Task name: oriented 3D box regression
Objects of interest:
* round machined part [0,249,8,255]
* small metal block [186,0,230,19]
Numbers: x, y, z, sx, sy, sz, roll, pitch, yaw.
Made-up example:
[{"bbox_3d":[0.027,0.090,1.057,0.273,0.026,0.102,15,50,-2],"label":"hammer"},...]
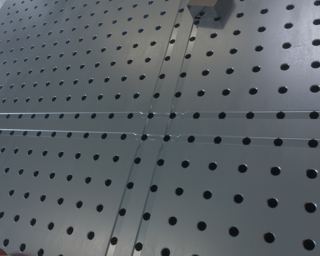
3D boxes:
[{"bbox_3d":[-0.225,0.202,0.391,0.098,0.042,0.098,-13,56,21],"label":"round machined part"},{"bbox_3d":[0.079,-0.203,0.492,0.050,0.025,0.050,20,72,35],"label":"small metal block"}]
